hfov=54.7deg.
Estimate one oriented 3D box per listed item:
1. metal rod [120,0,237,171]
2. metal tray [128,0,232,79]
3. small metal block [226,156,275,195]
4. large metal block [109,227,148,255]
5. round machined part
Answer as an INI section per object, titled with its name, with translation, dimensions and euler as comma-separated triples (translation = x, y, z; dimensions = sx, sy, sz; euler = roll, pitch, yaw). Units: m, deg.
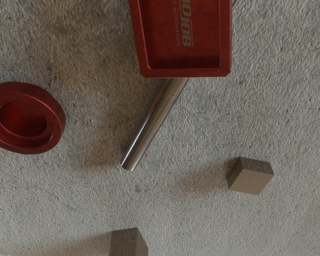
[metal rod]
translation = 0.016, -0.051, 0.363
dimensions = 0.025, 0.025, 0.298
euler = 19, 128, -16
[metal tray]
translation = 0.020, -0.112, 0.285
dimensions = 0.090, 0.030, 0.129
euler = 1, 124, 14
[small metal block]
translation = 0.136, 0.074, 0.471
dimensions = 0.050, 0.025, 0.050
euler = 12, 129, -11
[large metal block]
translation = -0.057, 0.247, 0.581
dimensions = 0.050, 0.080, 0.080
euler = -10, 130, 8
[round machined part]
translation = -0.166, -0.016, 0.381
dimensions = 0.099, 0.042, 0.097
euler = 0, 130, 0
